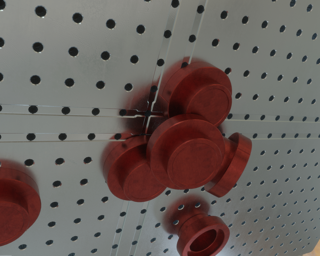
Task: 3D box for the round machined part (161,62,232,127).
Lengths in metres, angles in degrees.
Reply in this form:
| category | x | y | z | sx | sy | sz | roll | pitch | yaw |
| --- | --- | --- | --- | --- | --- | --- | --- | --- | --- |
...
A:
| category | x | y | z | sx | sy | sz | roll | pitch | yaw |
| --- | --- | --- | --- | --- | --- | --- | --- | --- | --- |
| round machined part | 0.055 | -0.033 | 0.409 | 0.099 | 0.042 | 0.097 | -14 | 124 | -21 |

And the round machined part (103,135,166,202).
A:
| category | x | y | z | sx | sy | sz | roll | pitch | yaw |
| --- | --- | --- | --- | --- | --- | --- | --- | --- | --- |
| round machined part | -0.024 | 0.062 | 0.425 | 0.099 | 0.042 | 0.097 | -14 | 124 | -21 |

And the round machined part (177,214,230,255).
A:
| category | x | y | z | sx | sy | sz | roll | pitch | yaw |
| --- | --- | --- | --- | --- | --- | --- | --- | --- | --- |
| round machined part | 0.073 | 0.195 | 0.560 | 0.099 | 0.042 | 0.097 | -14 | 124 | -21 |

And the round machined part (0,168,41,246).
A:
| category | x | y | z | sx | sy | sz | roll | pitch | yaw |
| --- | --- | --- | --- | --- | --- | --- | --- | --- | --- |
| round machined part | -0.189 | 0.098 | 0.357 | 0.099 | 0.042 | 0.097 | -14 | 124 | -21 |

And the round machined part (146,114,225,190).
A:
| category | x | y | z | sx | sy | sz | roll | pitch | yaw |
| --- | --- | --- | --- | --- | --- | --- | --- | --- | --- |
| round machined part | 0.036 | 0.035 | 0.380 | 0.099 | 0.042 | 0.097 | -7 | 115 | -15 |

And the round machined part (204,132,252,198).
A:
| category | x | y | z | sx | sy | sz | roll | pitch | yaw |
| --- | --- | --- | --- | --- | --- | --- | --- | --- | --- |
| round machined part | 0.089 | 0.048 | 0.454 | 0.042 | 0.098 | 0.098 | 29 | 105 | -1 |
